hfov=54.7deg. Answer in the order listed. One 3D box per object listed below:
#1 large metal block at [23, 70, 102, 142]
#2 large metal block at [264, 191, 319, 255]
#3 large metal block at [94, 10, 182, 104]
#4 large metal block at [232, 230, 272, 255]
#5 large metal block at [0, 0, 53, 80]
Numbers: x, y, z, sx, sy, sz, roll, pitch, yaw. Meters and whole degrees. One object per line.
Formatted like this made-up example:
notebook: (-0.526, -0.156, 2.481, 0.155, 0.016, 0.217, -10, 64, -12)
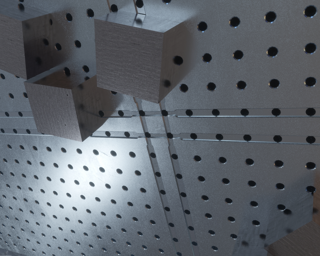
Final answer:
large metal block: (-0.136, -0.033, 0.444, 0.080, 0.050, 0.079, 11, 123, 22)
large metal block: (0.190, 0.138, 0.380, 0.080, 0.050, 0.080, 38, 129, 2)
large metal block: (-0.025, -0.083, 0.356, 0.080, 0.050, 0.079, 17, 125, 18)
large metal block: (0.139, 0.200, 0.426, 0.050, 0.080, 0.080, -19, 108, 35)
large metal block: (-0.197, -0.122, 0.421, 0.080, 0.050, 0.079, 22, 127, 14)
